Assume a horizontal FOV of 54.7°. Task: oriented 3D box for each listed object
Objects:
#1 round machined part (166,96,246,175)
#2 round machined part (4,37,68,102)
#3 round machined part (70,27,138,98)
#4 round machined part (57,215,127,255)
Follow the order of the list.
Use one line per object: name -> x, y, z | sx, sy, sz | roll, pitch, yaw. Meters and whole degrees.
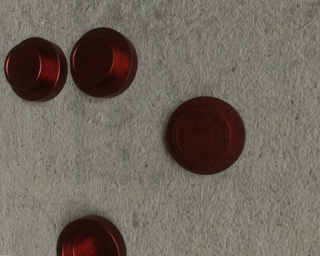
round machined part -> 0.054, 0.009, 0.381 | 0.098, 0.042, 0.097 | 0, 90, 20
round machined part -> -0.193, -0.089, 0.468 | 0.098, 0.042, 0.097 | 0, 90, 20
round machined part -> -0.084, -0.091, 0.430 | 0.098, 0.042, 0.097 | 0, 90, 20
round machined part -> -0.090, 0.170, 0.432 | 0.098, 0.042, 0.097 | 0, 90, 20
